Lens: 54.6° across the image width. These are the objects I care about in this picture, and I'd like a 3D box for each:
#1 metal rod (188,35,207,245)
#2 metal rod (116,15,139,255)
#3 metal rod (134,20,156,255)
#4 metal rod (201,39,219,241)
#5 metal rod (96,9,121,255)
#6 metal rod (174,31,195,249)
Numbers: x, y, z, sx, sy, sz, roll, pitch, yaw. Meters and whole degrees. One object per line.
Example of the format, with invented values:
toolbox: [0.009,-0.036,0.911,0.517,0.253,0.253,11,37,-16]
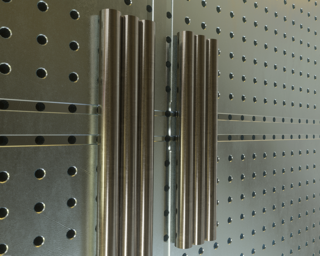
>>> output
metal rod: [0.054,0.017,0.452,0.025,0.025,0.298,1,89,-40]
metal rod: [-0.039,0.017,0.375,0.025,0.025,0.298,1,89,-40]
metal rod: [-0.020,0.017,0.391,0.025,0.025,0.298,1,89,-40]
metal rod: [0.075,0.017,0.470,0.025,0.025,0.298,1,89,-40]
metal rod: [-0.059,0.016,0.358,0.025,0.025,0.298,1,89,-40]
metal rod: [0.035,0.016,0.436,0.025,0.025,0.298,1,89,-40]
